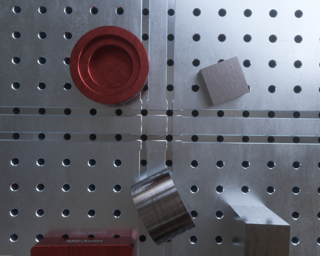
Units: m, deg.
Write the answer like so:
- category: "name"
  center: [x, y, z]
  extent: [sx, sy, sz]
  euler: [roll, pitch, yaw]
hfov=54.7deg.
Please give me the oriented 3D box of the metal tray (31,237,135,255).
- category: "metal tray"
  center: [-0.100, 0.194, 0.410]
  extent: [0.131, 0.030, 0.089]
  euler: [0, 90, 0]

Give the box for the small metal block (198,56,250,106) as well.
- category: "small metal block"
  center: [0.085, -0.062, 0.414]
  extent: [0.050, 0.025, 0.050]
  euler: [-20, 90, 0]

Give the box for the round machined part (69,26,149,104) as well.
- category: "round machined part"
  center: [-0.063, -0.078, 0.404]
  extent: [0.099, 0.042, 0.097]
  euler: [0, 90, 0]

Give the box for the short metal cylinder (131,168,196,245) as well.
- category: "short metal cylinder"
  center: [0.004, 0.096, 0.386]
  extent: [0.050, 0.080, 0.080]
  euler: [-27, 90, 0]

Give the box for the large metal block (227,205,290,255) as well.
- category: "large metal block"
  center: [0.119, 0.147, 0.387]
  extent: [0.050, 0.080, 0.079]
  euler: [3, 90, 0]
